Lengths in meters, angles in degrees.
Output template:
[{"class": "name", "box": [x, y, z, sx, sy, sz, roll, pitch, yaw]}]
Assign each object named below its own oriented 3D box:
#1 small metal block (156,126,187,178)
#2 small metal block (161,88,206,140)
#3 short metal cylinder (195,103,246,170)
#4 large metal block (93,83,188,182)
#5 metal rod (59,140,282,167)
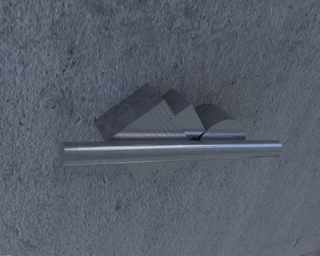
[{"class": "small metal block", "box": [0.010, 0.031, 0.418, 0.050, 0.050, 0.025, -36, 130, -4]}, {"class": "small metal block", "box": [0.027, -0.017, 0.397, 0.025, 0.050, 0.050, -37, 130, -4]}, {"class": "short metal cylinder", "box": [0.073, 0.012, 0.438, 0.081, 0.050, 0.079, -14, 124, -21]}, {"class": "large metal block", "box": [-0.020, 0.006, 0.383, 0.080, 0.050, 0.080, -36, 129, -4]}, {"class": "metal rod", "box": [0.036, 0.028, 0.378, 0.303, 0.025, 0.025, 1, 118, -29]}]
